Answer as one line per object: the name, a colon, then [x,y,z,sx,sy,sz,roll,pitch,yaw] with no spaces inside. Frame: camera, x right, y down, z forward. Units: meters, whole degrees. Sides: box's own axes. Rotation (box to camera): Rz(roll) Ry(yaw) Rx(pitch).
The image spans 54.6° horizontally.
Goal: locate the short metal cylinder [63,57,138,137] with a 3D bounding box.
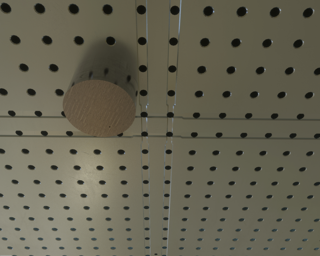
short metal cylinder: [-0.067,-0.036,0.364,0.080,0.050,0.080,0,130,0]
